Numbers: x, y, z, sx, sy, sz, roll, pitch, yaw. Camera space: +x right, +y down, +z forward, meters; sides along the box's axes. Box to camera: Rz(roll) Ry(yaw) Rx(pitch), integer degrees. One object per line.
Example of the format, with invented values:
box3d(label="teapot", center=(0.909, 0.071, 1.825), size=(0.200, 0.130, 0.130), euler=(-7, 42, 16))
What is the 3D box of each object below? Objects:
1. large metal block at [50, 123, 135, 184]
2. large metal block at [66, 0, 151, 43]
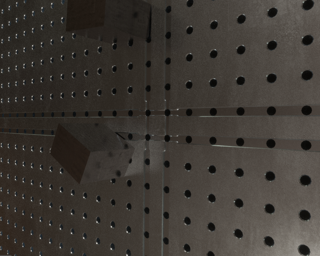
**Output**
box3d(label="large metal block", center=(-0.098, 0.033, 0.452), size=(0.080, 0.081, 0.050), euler=(34, 111, 34))
box3d(label="large metal block", center=(-0.071, -0.153, 0.430), size=(0.080, 0.081, 0.050), euler=(8, 95, 39))
